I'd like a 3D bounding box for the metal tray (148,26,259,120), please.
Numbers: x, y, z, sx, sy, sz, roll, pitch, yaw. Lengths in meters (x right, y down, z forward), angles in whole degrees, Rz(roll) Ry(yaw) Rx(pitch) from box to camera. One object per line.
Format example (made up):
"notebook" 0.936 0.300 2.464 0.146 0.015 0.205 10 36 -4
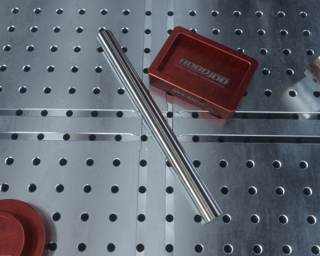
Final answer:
"metal tray" 0.060 -0.079 0.438 0.130 0.030 0.090 27 72 9

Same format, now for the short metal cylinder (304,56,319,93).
"short metal cylinder" 0.244 -0.079 0.413 0.080 0.080 0.050 -28 73 -10

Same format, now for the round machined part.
"round machined part" -0.181 0.131 0.354 0.099 0.042 0.098 0 70 0

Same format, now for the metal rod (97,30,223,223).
"metal rod" -0.009 -0.014 0.416 0.025 0.025 0.299 -28 73 -10
